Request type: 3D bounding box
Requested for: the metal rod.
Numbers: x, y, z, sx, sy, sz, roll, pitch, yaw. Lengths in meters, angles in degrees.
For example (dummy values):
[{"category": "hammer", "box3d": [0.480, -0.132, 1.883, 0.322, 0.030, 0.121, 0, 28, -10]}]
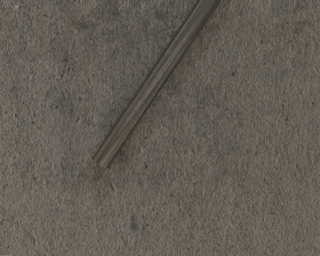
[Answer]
[{"category": "metal rod", "box3d": [0.005, -0.078, 0.409, 0.025, 0.025, 0.299, 34, 90, 0]}]
